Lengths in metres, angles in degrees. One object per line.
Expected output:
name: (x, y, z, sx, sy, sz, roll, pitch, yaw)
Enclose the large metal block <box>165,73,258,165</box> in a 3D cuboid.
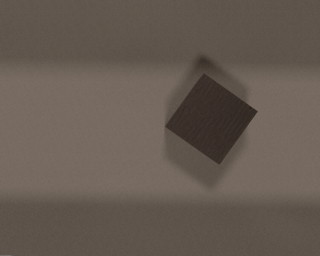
large metal block: (0.063, -0.011, 0.400, 0.080, 0.050, 0.080, 36, 90, -1)
